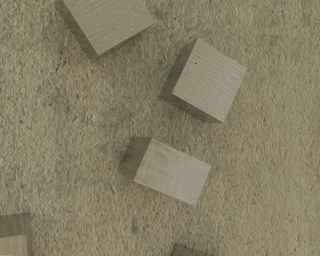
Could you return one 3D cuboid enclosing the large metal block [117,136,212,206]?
[{"bbox_3d":[0.002,0.050,0.381,0.080,0.080,0.050,26,82,-18],"label":"large metal block"}]

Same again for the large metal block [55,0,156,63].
[{"bbox_3d":[-0.066,-0.136,0.371,0.080,0.050,0.080,-36,102,-17],"label":"large metal block"}]

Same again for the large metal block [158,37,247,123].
[{"bbox_3d":[0.056,-0.060,0.416,0.080,0.050,0.080,28,81,-18],"label":"large metal block"}]

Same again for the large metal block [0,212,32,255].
[{"bbox_3d":[-0.161,0.140,0.320,0.050,0.080,0.079,-3,91,-20],"label":"large metal block"}]

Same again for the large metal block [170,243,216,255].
[{"bbox_3d":[0.049,0.212,0.414,0.080,0.050,0.080,25,82,-19],"label":"large metal block"}]
